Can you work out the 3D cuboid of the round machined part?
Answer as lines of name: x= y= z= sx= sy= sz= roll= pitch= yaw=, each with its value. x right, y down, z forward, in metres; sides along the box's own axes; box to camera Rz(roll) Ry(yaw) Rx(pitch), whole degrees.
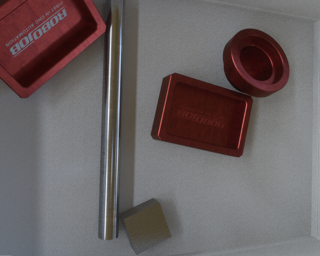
round machined part: x=0.131 y=-0.088 z=0.442 sx=0.099 sy=0.042 sz=0.098 roll=8 pitch=69 yaw=-21

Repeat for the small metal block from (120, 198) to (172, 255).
small metal block: x=-0.019 y=0.127 z=0.405 sx=0.050 sy=0.025 sz=0.050 roll=-21 pitch=97 yaw=-19

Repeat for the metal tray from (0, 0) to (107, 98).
metal tray: x=-0.130 y=-0.106 z=0.334 sx=0.130 sy=0.030 sz=0.090 roll=-46 pitch=142 yaw=-14

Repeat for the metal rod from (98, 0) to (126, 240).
metal rod: x=-0.060 y=-0.013 z=0.388 sx=0.025 sy=0.025 sz=0.298 roll=2 pitch=89 yaw=-20

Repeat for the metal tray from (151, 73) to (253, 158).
metal tray: x=0.060 y=-0.015 z=0.431 sx=0.131 sy=0.030 sz=0.090 roll=13 pitch=85 yaw=-20
